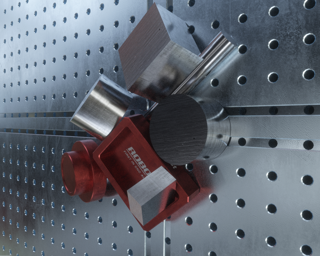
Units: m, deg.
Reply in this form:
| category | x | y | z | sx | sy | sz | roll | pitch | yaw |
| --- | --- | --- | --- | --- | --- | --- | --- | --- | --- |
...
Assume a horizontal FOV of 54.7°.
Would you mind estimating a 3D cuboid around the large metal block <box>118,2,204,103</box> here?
| category | x | y | z | sx | sy | sz | roll | pitch | yaw |
| --- | --- | --- | --- | --- | --- | --- | --- | --- | --- |
| large metal block | -0.003 | -0.091 | 0.380 | 0.080 | 0.050 | 0.080 | -44 | 44 | 31 |

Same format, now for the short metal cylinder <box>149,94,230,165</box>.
| category | x | y | z | sx | sy | sz | roll | pitch | yaw |
| --- | --- | --- | --- | --- | --- | --- | --- | --- | --- |
| short metal cylinder | 0.034 | 0.002 | 0.364 | 0.080 | 0.050 | 0.079 | 0 | 90 | 40 |

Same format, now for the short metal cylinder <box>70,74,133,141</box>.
| category | x | y | z | sx | sy | sz | roll | pitch | yaw |
| --- | --- | --- | --- | --- | --- | --- | --- | --- | --- |
| short metal cylinder | -0.082 | -0.029 | 0.434 | 0.080 | 0.050 | 0.080 | -49 | 18 | 22 |

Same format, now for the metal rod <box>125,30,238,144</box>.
| category | x | y | z | sx | sy | sz | roll | pitch | yaw |
| --- | --- | --- | --- | --- | --- | --- | --- | --- | --- |
| metal rod | -0.013 | -0.009 | 0.422 | 0.299 | 0.025 | 0.025 | -45 | 63 | 31 |

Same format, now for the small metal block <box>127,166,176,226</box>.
| category | x | y | z | sx | sy | sz | roll | pitch | yaw |
| --- | --- | --- | --- | --- | --- | --- | --- | --- | --- |
| small metal block | -0.009 | 0.080 | 0.362 | 0.025 | 0.050 | 0.050 | 41 | 150 | 30 |

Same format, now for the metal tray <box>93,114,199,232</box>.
| category | x | y | z | sx | sy | sz | roll | pitch | yaw |
| --- | --- | --- | --- | --- | --- | --- | --- | --- | --- |
| metal tray | -0.022 | 0.058 | 0.406 | 0.090 | 0.030 | 0.130 | -45 | 76 | 31 |

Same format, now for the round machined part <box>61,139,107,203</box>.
| category | x | y | z | sx | sy | sz | roll | pitch | yaw |
| --- | --- | --- | --- | --- | --- | --- | --- | --- | --- |
| round machined part | -0.124 | 0.068 | 0.483 | 0.098 | 0.042 | 0.097 | 14 | 107 | 54 |
